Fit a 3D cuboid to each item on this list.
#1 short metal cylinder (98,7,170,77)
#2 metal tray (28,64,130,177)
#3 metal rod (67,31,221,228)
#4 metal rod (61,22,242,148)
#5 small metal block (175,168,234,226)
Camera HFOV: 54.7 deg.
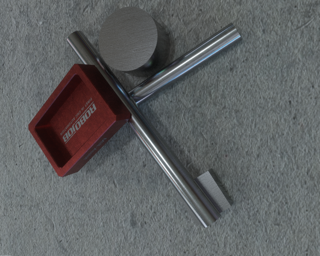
[{"bbox_3d":[-0.032,-0.110,0.407,0.080,0.050,0.079,0,90,19],"label":"short metal cylinder"},{"bbox_3d":[-0.109,-0.008,0.404,0.130,0.030,0.090,-43,76,26],"label":"metal tray"},{"bbox_3d":[-0.027,-0.007,0.393,0.025,0.025,0.299,-41,78,15],"label":"metal rod"},{"bbox_3d":[-0.030,-0.044,0.420,0.300,0.025,0.025,-31,80,17],"label":"metal rod"},{"bbox_3d":[0.056,0.086,0.390,0.050,0.025,0.050,-35,79,16],"label":"small metal block"}]
